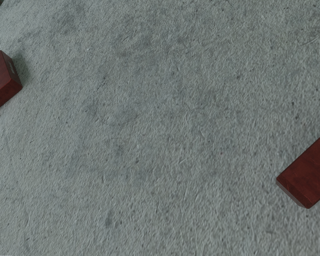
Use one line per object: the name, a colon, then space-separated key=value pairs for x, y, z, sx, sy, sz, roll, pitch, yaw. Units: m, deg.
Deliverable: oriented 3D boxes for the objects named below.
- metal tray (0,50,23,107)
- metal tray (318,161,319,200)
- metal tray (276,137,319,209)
metal tray: x=-0.341 y=-0.096 z=0.639 sx=0.090 sy=0.030 sz=0.130 roll=-39 pitch=51 yaw=1
metal tray: x=0.162 y=-0.005 z=0.255 sx=0.030 sy=0.090 sz=0.130 roll=7 pitch=76 yaw=15
metal tray: x=0.155 y=0.011 z=0.255 sx=0.130 sy=0.090 sz=0.030 roll=-45 pitch=67 yaw=5
